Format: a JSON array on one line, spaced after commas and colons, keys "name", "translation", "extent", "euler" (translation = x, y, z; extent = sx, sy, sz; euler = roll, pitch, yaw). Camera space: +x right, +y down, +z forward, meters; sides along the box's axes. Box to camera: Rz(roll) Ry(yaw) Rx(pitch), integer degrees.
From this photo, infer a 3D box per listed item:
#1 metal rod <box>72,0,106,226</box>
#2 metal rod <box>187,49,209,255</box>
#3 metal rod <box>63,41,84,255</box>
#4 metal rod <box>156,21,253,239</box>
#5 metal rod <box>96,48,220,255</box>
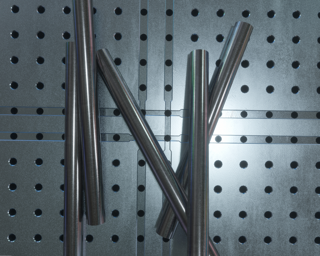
[{"name": "metal rod", "translation": [-0.091, -0.023, 0.398], "extent": [0.025, 0.025, 0.298], "euler": [-2, 96, -1]}, {"name": "metal rod", "translation": [0.047, 0.045, 0.377], "extent": [0.025, 0.025, 0.299], "euler": [2, 75, -1]}, {"name": "metal rod", "translation": [-0.114, 0.037, 0.411], "extent": [0.025, 0.025, 0.298], "euler": [1, 90, -1]}, {"name": "metal rod", "translation": [0.059, 0.003, 0.414], "extent": [0.025, 0.025, 0.299], "euler": [21, 90, -1]}, {"name": "metal rod", "translation": [-0.009, 0.032, 0.395], "extent": [0.025, 0.025, 0.299], "euler": [-29, 83, 0]}]
